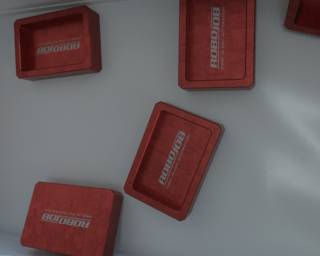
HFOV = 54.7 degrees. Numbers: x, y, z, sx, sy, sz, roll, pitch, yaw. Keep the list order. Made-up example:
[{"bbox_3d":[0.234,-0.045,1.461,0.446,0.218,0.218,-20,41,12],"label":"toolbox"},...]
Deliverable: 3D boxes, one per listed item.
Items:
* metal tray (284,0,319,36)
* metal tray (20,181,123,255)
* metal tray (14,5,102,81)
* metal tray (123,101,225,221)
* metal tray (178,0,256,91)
[{"bbox_3d":[0.175,-0.134,0.291,0.090,0.130,0.030,20,79,18],"label":"metal tray"},{"bbox_3d":[-0.124,0.127,0.435,0.130,0.030,0.090,2,71,19],"label":"metal tray"},{"bbox_3d":[-0.153,-0.122,0.460,0.130,0.030,0.089,-3,89,19],"label":"metal tray"},{"bbox_3d":[0.017,0.041,0.400,0.090,0.030,0.129,23,97,18],"label":"metal tray"},{"bbox_3d":[0.071,-0.112,0.382,0.090,0.030,0.129,1,90,19],"label":"metal tray"}]
